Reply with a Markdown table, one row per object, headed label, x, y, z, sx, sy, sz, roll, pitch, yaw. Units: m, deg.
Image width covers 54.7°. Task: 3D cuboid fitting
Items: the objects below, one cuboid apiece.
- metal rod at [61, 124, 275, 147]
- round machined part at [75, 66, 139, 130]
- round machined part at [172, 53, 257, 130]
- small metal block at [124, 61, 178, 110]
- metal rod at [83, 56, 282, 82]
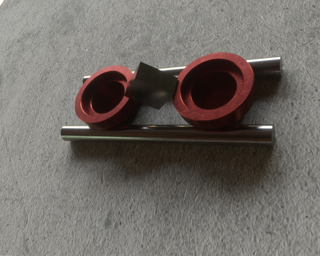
| label | x | y | z | sx | sy | sz | roll | pitch | yaw |
| --- | --- | --- | --- | --- | --- | --- | --- | --- | --- |
| metal rod | -0.010 | 0.008 | 0.405 | 0.300 | 0.025 | 0.025 | 0 | 62 | 28 |
| round machined part | -0.070 | -0.039 | 0.450 | 0.098 | 0.042 | 0.098 | -13 | 56 | 21 |
| round machined part | 0.068 | -0.040 | 0.377 | 0.098 | 0.042 | 0.098 | -13 | 56 | 21 |
| small metal block | -0.012 | -0.052 | 0.394 | 0.050 | 0.050 | 0.025 | 138 | 150 | -61 |
| metal rod | 0.013 | -0.075 | 0.443 | 0.300 | 0.025 | 0.025 | 0 | 62 | 28 |
